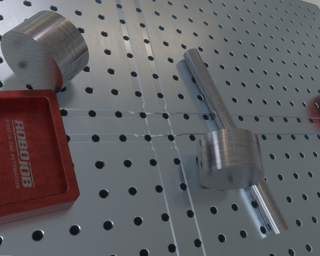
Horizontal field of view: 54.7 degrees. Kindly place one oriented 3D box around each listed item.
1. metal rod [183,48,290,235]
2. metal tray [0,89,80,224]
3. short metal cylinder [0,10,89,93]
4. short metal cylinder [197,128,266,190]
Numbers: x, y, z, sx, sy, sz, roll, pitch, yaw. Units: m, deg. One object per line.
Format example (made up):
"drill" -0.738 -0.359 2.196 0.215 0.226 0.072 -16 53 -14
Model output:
"metal rod" 0.105 0.007 0.459 0.025 0.025 0.299 -10 67 -33
"metal tray" -0.142 0.024 0.313 0.091 0.030 0.130 -7 65 -31
"short metal cylinder" -0.130 -0.085 0.355 0.080 0.080 0.050 36 51 -5
"short metal cylinder" 0.089 0.042 0.395 0.081 0.080 0.050 12 57 -22
